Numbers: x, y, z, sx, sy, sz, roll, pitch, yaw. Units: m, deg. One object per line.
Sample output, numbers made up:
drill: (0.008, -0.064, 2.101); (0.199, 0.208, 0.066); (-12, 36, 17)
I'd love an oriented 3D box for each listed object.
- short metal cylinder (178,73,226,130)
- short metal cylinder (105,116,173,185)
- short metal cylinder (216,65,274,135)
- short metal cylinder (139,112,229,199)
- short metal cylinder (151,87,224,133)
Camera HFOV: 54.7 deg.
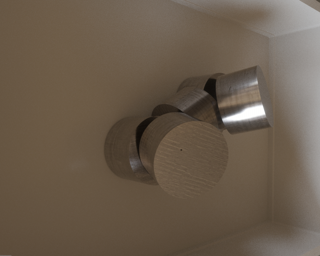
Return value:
short metal cylinder: (0.070, -0.037, 0.449); (0.081, 0.050, 0.079); (0, 90, -40)
short metal cylinder: (-0.019, 0.026, 0.374); (0.081, 0.050, 0.079); (0, 90, -40)
short metal cylinder: (0.110, -0.035, 0.398); (0.080, 0.050, 0.080); (35, 49, -52)
short metal cylinder: (0.024, 0.027, 0.326); (0.081, 0.050, 0.079); (-5, 104, -19)
short metal cylinder: (0.035, -0.007, 0.400); (0.050, 0.080, 0.080); (-37, 113, -34)
